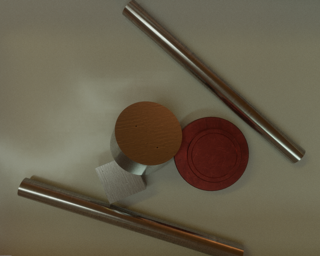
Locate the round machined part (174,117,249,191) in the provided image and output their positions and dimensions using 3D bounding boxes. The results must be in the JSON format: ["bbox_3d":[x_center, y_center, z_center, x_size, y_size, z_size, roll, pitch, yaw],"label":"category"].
[{"bbox_3d":[0.067,0.034,0.404,0.099,0.042,0.097,0,90,-1],"label":"round machined part"}]

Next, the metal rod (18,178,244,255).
[{"bbox_3d":[-0.037,0.123,0.411,0.302,0.025,0.025,17,90,-1],"label":"metal rod"}]

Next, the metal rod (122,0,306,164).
[{"bbox_3d":[0.071,-0.061,0.412,0.300,0.025,0.025,41,90,-1],"label":"metal rod"}]

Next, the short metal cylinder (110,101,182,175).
[{"bbox_3d":[-0.019,0.014,0.384,0.081,0.050,0.080,6,67,-14],"label":"short metal cylinder"}]

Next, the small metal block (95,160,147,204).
[{"bbox_3d":[-0.051,0.065,0.411,0.050,0.025,0.050,-23,90,-1],"label":"small metal block"}]
